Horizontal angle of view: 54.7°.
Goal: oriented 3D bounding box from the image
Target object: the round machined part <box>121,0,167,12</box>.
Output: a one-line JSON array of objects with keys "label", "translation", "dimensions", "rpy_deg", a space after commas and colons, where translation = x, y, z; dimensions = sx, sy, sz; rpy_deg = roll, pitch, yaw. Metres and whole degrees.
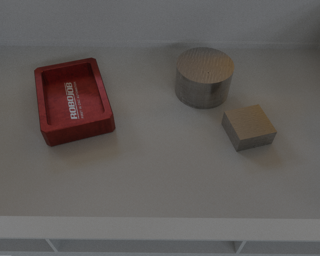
[{"label": "round machined part", "translation": [-0.033, -0.282, 0.633], "dimensions": [0.099, 0.042, 0.098], "rpy_deg": [0, 50, 0]}]

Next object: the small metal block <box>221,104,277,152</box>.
[{"label": "small metal block", "translation": [0.116, -0.001, 0.407], "dimensions": [0.050, 0.025, 0.050], "rpy_deg": [-12, 51, -10]}]

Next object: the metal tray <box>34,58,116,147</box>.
[{"label": "metal tray", "translation": [-0.122, -0.042, 0.435], "dimensions": [0.091, 0.030, 0.130], "rpy_deg": [-14, 52, -12]}]

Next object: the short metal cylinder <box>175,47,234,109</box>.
[{"label": "short metal cylinder", "translation": [0.063, -0.073, 0.451], "dimensions": [0.081, 0.050, 0.080], "rpy_deg": [0, 50, 0]}]
